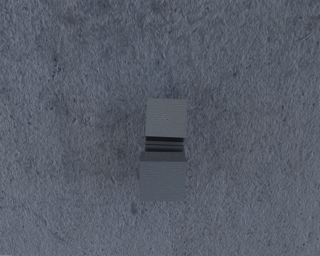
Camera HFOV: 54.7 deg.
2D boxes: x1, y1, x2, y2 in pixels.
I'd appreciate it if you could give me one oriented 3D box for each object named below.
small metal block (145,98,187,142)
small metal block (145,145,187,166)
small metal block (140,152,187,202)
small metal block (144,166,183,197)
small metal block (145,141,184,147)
[{"bbox_3d":[0.008,-0.010,0.395,0.050,0.025,0.050,3,74,-1],"label":"small metal block"},{"bbox_3d":[0.005,0.043,0.386,0.050,0.050,0.025,2,110,-1],"label":"small metal block"},{"bbox_3d":[0.003,0.055,0.351,0.050,0.025,0.050,1,110,-1],"label":"small metal block"},{"bbox_3d":[0.004,0.074,0.425,0.050,0.025,0.050,2,151,-1],"label":"small metal block"},{"bbox_3d":[0.005,0.029,0.423,0.050,0.025,0.050,2,110,-2],"label":"small metal block"}]
